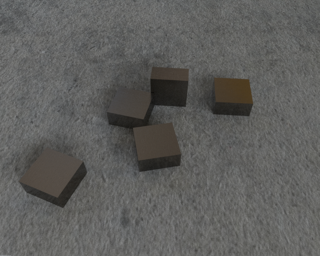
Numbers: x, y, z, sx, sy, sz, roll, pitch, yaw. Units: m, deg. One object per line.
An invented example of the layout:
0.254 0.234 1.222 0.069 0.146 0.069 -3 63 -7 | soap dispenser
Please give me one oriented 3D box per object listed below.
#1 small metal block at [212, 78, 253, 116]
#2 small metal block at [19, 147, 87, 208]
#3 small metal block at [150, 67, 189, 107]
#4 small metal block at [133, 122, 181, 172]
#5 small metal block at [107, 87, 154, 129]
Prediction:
0.102 -0.045 0.442 0.050 0.025 0.050 3 50 2 | small metal block
-0.121 0.056 0.355 0.050 0.025 0.050 18 52 14 | small metal block
0.013 -0.057 0.435 0.050 0.050 0.025 4 50 2 | small metal block
-0.005 0.023 0.384 0.050 0.025 0.050 -8 51 -7 | small metal block
-0.039 -0.027 0.425 0.050 0.025 0.050 12 51 9 | small metal block
